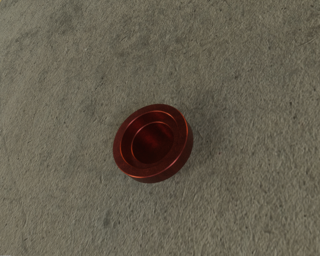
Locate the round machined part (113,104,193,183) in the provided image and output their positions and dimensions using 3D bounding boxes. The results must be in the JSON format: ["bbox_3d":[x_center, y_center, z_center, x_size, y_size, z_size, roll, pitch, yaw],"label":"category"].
[{"bbox_3d":[-0.005,0.022,0.382,0.098,0.042,0.098,-13,56,20],"label":"round machined part"}]
